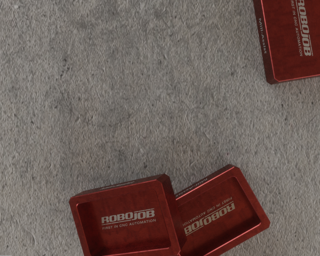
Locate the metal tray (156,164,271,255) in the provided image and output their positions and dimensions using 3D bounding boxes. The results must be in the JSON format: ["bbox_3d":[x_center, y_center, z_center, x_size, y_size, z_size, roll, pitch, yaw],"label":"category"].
[{"bbox_3d":[0.064,0.117,0.407,0.130,0.030,0.090,-30,90,0],"label":"metal tray"}]

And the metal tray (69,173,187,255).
[{"bbox_3d":[-0.042,0.115,0.385,0.130,0.030,0.090,-15,90,20],"label":"metal tray"}]

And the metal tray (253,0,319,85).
[{"bbox_3d":[0.180,-0.129,0.409,0.091,0.030,0.129,-10,90,0],"label":"metal tray"}]
